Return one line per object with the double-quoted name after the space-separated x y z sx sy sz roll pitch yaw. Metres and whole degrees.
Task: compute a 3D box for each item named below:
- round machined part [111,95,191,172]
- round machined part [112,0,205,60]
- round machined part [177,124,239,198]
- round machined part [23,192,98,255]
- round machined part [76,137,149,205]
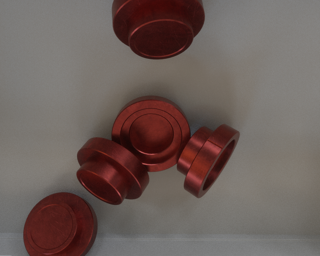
-0.011 0.005 0.404 0.099 0.042 0.097 0 110 -1 "round machined part"
-0.001 -0.109 0.331 0.099 0.098 0.042 -7 70 2 "round machined part"
0.058 0.037 0.395 0.042 0.099 0.097 32 110 21 "round machined part"
-0.139 0.136 0.421 0.099 0.042 0.098 -2 66 5 "round machined part"
-0.067 0.061 0.397 0.098 0.042 0.097 21 142 18 "round machined part"
